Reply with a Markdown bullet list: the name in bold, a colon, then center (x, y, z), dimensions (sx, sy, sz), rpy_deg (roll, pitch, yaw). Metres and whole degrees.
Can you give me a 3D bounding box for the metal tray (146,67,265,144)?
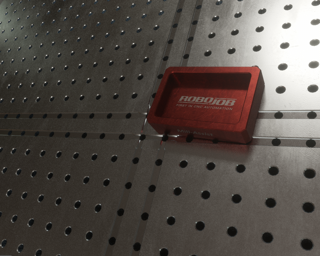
- **metal tray**: center (0.057, -0.034, 0.394), dimensions (0.130, 0.030, 0.090), rpy_deg (7, 65, 30)
